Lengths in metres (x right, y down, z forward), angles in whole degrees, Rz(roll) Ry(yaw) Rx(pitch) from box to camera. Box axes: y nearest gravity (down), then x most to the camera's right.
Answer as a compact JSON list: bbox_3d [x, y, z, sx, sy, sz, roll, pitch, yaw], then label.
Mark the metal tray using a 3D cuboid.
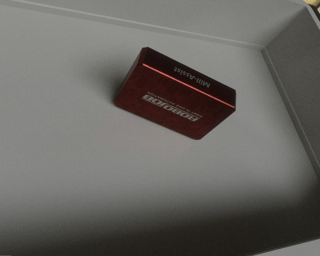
[{"bbox_3d":[0.018,-0.038,0.394,0.131,0.090,0.030,23,53,-16],"label":"metal tray"}]
